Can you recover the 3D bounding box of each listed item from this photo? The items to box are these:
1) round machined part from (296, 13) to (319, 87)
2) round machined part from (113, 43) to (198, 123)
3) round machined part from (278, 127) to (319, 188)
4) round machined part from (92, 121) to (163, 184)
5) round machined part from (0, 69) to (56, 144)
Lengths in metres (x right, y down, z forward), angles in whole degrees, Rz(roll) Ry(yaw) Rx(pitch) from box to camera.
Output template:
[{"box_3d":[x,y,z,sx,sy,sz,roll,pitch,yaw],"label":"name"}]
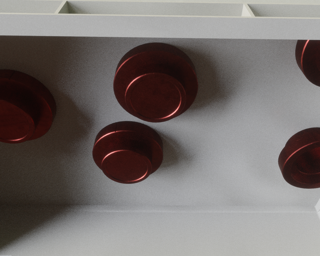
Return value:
[{"box_3d":[0.202,-0.082,0.330,0.099,0.042,0.097,0,130,0],"label":"round machined part"},{"box_3d":[-0.005,-0.045,0.360,0.099,0.042,0.097,0,130,0],"label":"round machined part"},{"box_3d":[0.215,0.037,0.432,0.099,0.042,0.097,0,130,0],"label":"round machined part"},{"box_3d":[-0.045,0.041,0.432,0.099,0.042,0.097,0,130,0],"label":"round machined part"},{"box_3d":[-0.183,-0.019,0.380,0.099,0.042,0.097,0,130,0],"label":"round machined part"}]
